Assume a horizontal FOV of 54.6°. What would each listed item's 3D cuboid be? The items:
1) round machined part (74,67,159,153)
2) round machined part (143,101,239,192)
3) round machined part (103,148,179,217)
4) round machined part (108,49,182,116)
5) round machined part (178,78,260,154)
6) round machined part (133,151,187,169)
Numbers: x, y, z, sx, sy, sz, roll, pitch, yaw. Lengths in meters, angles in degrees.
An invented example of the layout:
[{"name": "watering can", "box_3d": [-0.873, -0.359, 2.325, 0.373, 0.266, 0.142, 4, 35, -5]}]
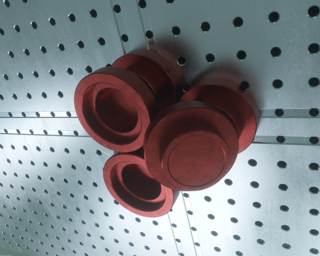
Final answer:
[{"name": "round machined part", "box_3d": [-0.045, -0.024, 0.355, 0.098, 0.042, 0.097, 13, 124, 21]}, {"name": "round machined part", "box_3d": [0.033, 0.025, 0.316, 0.099, 0.042, 0.097, -3, 114, -6]}, {"name": "round machined part", "box_3d": [-0.020, 0.062, 0.395, 0.098, 0.042, 0.097, 13, 124, 21]}, {"name": "round machined part", "box_3d": [-0.025, -0.045, 0.388, 0.098, 0.042, 0.097, 13, 124, 21]}, {"name": "round machined part", "box_3d": [0.063, -0.006, 0.364, 0.098, 0.042, 0.097, 13, 124, 21]}, {"name": "round machined part", "box_3d": [-0.002, 0.042, 0.428, 0.098, 0.042, 0.097, 13, 124, 21]}]
